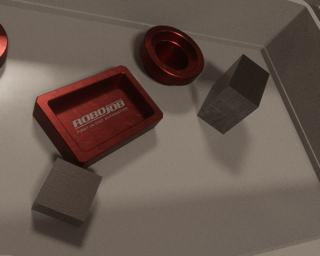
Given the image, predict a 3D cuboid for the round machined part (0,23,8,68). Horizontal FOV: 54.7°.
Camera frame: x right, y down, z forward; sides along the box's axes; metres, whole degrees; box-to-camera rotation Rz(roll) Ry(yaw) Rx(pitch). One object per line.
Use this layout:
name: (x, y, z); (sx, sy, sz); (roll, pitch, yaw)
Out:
round machined part: (-0.221, -0.103, 0.338); (0.099, 0.042, 0.098); (14, 56, -21)

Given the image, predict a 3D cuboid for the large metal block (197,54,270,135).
large metal block: (0.109, -0.049, 0.462); (0.050, 0.080, 0.080); (36, 51, -5)

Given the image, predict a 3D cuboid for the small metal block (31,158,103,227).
small metal block: (-0.094, 0.066, 0.316); (0.050, 0.025, 0.050); (26, 52, -12)

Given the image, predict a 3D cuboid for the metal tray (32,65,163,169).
metal tray: (-0.070, -0.017, 0.375); (0.131, 0.030, 0.090); (-31, 79, -38)

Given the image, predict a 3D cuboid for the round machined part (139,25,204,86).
round machined part: (0.014, -0.103, 0.467); (0.099, 0.042, 0.098); (14, 56, -21)
